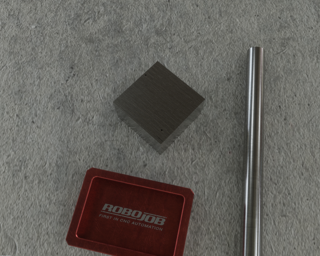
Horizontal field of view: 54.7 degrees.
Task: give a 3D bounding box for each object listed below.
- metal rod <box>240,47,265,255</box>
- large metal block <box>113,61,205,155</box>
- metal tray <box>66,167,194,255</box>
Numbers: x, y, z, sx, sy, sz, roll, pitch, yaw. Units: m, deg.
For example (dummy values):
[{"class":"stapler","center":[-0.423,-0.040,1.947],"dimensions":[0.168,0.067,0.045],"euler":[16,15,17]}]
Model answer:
[{"class":"metal rod","center":[0.120,0.029,0.398],"dimensions":[0.025,0.025,0.299],"euler":[7,70,2]},{"class":"large metal block","center":[-0.001,-0.025,0.404],"dimensions":[0.080,0.050,0.080],"euler":[41,75,13]},{"class":"metal tray","center":[-0.032,0.105,0.366],"dimensions":[0.131,0.030,0.090],"euler":[12,70,4]}]
